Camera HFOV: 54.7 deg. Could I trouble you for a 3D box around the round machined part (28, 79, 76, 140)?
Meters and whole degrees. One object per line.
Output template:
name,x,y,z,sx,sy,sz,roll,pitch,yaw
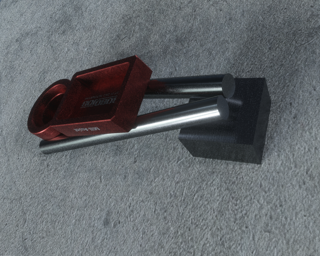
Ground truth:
round machined part,-0.156,-0.025,0.482,0.098,0.042,0.098,-21,50,27

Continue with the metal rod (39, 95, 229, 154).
metal rod,-0.057,0.004,0.390,0.300,0.025,0.025,-12,56,36

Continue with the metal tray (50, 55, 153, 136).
metal tray,-0.078,-0.038,0.398,0.130,0.030,0.090,-4,59,40

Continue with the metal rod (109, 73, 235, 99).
metal rod,-0.039,-0.051,0.414,0.300,0.025,0.025,5,64,44

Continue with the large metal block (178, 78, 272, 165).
large metal block,0.076,-0.009,0.352,0.080,0.050,0.080,4,64,29
